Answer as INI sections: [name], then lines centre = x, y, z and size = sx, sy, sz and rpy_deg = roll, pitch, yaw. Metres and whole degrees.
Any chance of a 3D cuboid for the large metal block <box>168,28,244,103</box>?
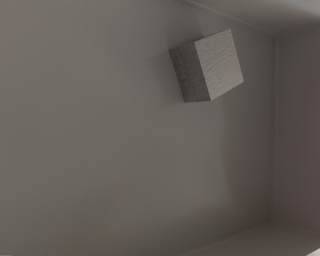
[large metal block]
centre = 0.068, -0.089, 0.446
size = 0.081, 0.050, 0.080
rpy_deg = -30, 109, -36
